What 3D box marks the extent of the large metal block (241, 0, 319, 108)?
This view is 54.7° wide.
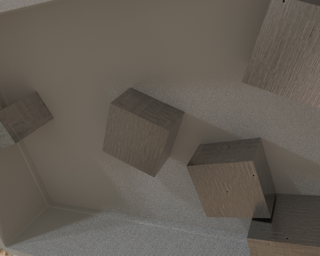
[{"bbox_3d":[0.130,-0.072,0.279,0.080,0.050,0.079,22,127,14],"label":"large metal block"}]

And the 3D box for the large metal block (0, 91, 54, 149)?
[{"bbox_3d":[-0.232,-0.009,0.487,0.080,0.080,0.050,-16,110,34],"label":"large metal block"}]

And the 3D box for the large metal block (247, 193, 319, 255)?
[{"bbox_3d":[0.156,0.124,0.368,0.080,0.080,0.050,-3,117,29],"label":"large metal block"}]

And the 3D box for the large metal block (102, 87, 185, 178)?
[{"bbox_3d":[-0.023,0.005,0.407,0.080,0.050,0.079,26,127,12],"label":"large metal block"}]

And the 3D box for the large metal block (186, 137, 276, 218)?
[{"bbox_3d":[0.090,0.063,0.383,0.080,0.050,0.080,-9,114,32],"label":"large metal block"}]
